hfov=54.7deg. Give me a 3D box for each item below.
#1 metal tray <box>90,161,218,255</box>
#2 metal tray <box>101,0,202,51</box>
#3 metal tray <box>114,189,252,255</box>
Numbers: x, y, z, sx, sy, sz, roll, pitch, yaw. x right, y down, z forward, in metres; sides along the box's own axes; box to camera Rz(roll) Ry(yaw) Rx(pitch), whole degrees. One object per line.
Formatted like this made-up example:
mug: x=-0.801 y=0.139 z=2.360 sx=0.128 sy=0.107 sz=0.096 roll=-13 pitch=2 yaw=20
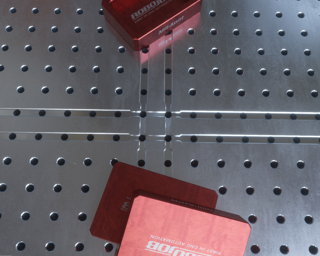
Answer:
metal tray: x=-0.006 y=0.103 z=0.372 sx=0.131 sy=0.030 sz=0.090 roll=16 pitch=71 yaw=5
metal tray: x=-0.011 y=-0.188 z=0.477 sx=0.131 sy=0.030 sz=0.090 roll=-37 pitch=74 yaw=-13
metal tray: x=0.023 y=0.127 z=0.336 sx=0.131 sy=0.030 sz=0.090 roll=16 pitch=88 yaw=-7
